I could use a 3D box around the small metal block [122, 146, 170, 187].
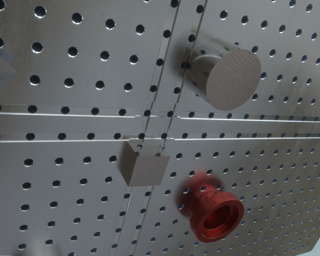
[{"bbox_3d":[-0.020,0.054,0.433,0.050,0.025,0.050,3,117,-30],"label":"small metal block"}]

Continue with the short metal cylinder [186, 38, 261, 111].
[{"bbox_3d":[0.080,-0.069,0.396,0.081,0.050,0.079,-14,124,-21],"label":"short metal cylinder"}]

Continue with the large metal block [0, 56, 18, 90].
[{"bbox_3d":[-0.176,-0.036,0.248,0.080,0.080,0.050,-43,100,2],"label":"large metal block"}]

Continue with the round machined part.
[{"bbox_3d":[0.095,0.150,0.545,0.099,0.042,0.097,-14,124,-21],"label":"round machined part"}]
